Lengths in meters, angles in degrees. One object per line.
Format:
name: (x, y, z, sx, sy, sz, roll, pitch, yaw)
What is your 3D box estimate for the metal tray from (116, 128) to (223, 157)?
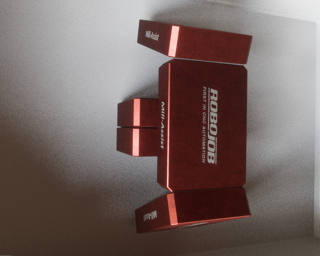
metal tray: (0.020, 0.015, 0.382, 0.131, 0.090, 0.030, 1, 90, -20)

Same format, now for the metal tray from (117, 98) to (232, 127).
metal tray: (0.021, -0.016, 0.382, 0.131, 0.090, 0.030, 1, 90, -20)

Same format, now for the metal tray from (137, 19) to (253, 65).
metal tray: (0.033, -0.104, 0.364, 0.091, 0.130, 0.030, 1, 110, -20)

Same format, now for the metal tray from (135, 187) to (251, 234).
metal tray: (0.031, 0.099, 0.363, 0.091, 0.129, 0.030, 1, 68, -21)

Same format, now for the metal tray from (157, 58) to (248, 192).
metal tray: (0.045, -0.002, 0.327, 0.091, 0.030, 0.129, 1, 90, -21)
